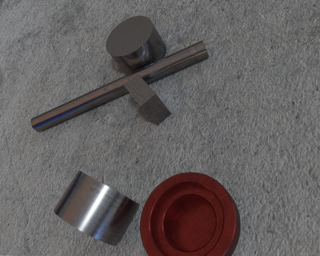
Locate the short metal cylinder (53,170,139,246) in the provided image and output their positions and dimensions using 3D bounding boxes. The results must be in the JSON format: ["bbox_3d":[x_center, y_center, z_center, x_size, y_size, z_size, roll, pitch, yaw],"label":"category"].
[{"bbox_3d":[-0.071,0.090,0.351,0.080,0.080,0.050,19,72,35],"label":"short metal cylinder"}]

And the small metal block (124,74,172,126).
[{"bbox_3d":[-0.016,-0.038,0.420,0.025,0.050,0.050,-40,51,1],"label":"small metal block"}]

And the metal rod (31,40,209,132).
[{"bbox_3d":[-0.071,-0.059,0.477,0.301,0.025,0.025,-22,54,15],"label":"metal rod"}]

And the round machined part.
[{"bbox_3d":[0.033,0.098,0.315,0.098,0.042,0.098,-13,56,21],"label":"round machined part"}]

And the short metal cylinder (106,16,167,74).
[{"bbox_3d":[-0.037,-0.128,0.486,0.080,0.050,0.080,-13,56,21],"label":"short metal cylinder"}]
